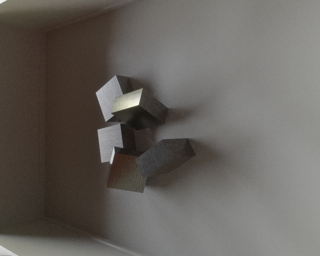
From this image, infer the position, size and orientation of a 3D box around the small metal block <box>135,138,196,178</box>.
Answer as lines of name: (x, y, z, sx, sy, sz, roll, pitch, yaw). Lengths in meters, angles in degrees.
small metal block: (0.007, 0.036, 0.383, 0.050, 0.050, 0.025, -38, 67, 33)

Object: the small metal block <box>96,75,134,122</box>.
small metal block: (-0.063, -0.042, 0.457, 0.050, 0.025, 0.050, -33, 70, 34)

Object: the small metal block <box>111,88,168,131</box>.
small metal block: (-0.027, -0.023, 0.407, 0.050, 0.050, 0.025, -13, 54, 39)

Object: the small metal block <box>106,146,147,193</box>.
small metal block: (-0.043, 0.057, 0.421, 0.025, 0.050, 0.050, -126, 50, -71)

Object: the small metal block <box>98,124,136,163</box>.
small metal block: (-0.063, 0.023, 0.457, 0.050, 0.025, 0.050, -13, 82, 39)
